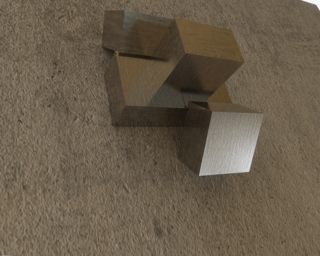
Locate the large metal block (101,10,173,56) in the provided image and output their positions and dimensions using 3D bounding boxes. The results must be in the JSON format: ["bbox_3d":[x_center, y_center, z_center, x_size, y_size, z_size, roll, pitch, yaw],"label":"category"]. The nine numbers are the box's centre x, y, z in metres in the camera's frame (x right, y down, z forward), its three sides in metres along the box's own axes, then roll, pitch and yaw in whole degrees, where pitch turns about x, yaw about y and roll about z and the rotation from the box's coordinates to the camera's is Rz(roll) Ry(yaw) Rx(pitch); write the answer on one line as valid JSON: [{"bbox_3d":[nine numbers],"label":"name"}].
[{"bbox_3d":[-0.028,-0.129,0.428,0.081,0.050,0.080,0,18,-28],"label":"large metal block"}]

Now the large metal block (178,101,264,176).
[{"bbox_3d":[0.077,0.012,0.398,0.081,0.079,0.050,1,18,-29],"label":"large metal block"}]

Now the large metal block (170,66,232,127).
[{"bbox_3d":[0.049,-0.048,0.445,0.081,0.050,0.080,1,62,-28],"label":"large metal block"}]

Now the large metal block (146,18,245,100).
[{"bbox_3d":[0.040,-0.080,0.378,0.081,0.080,0.050,1,61,-28],"label":"large metal block"}]

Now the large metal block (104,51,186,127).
[{"bbox_3d":[-0.022,-0.049,0.406,0.081,0.050,0.080,1,62,-28],"label":"large metal block"}]
